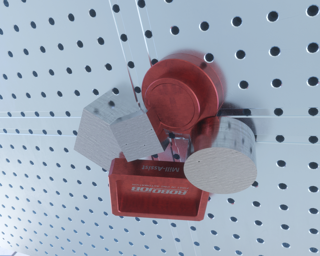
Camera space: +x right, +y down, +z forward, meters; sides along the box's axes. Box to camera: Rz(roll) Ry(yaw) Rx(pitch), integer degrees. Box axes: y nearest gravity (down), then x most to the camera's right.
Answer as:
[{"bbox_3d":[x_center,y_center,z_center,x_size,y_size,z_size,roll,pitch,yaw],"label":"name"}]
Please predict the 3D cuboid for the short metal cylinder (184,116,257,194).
[{"bbox_3d":[0.071,0.033,0.363,0.080,0.050,0.079,7,133,8],"label":"short metal cylinder"}]

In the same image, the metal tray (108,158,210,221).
[{"bbox_3d":[-0.001,0.086,0.425,0.131,0.030,0.089,4,130,0],"label":"metal tray"}]

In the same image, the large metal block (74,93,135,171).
[{"bbox_3d":[-0.067,0.011,0.437,0.080,0.050,0.079,31,128,8],"label":"large metal block"}]

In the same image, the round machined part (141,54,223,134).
[{"bbox_3d":[0.021,-0.034,0.368,0.098,0.042,0.097,13,124,21],"label":"round machined part"}]

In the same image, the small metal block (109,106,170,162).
[{"bbox_3d":[-0.024,0.008,0.368,0.050,0.025,0.050,-18,106,23],"label":"small metal block"}]
